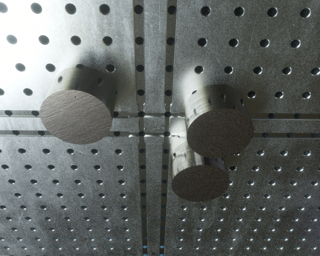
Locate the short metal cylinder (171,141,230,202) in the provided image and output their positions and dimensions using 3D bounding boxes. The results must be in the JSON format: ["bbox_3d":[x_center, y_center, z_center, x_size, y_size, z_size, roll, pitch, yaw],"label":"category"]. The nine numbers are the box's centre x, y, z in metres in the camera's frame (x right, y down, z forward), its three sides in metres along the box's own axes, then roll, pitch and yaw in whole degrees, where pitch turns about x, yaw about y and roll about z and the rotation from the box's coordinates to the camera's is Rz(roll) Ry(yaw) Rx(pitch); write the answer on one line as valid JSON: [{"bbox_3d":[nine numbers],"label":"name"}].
[{"bbox_3d":[0.056,0.062,0.450,0.081,0.050,0.079,0,131,0],"label":"short metal cylinder"}]

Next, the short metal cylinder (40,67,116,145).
[{"bbox_3d":[-0.095,-0.026,0.372,0.081,0.050,0.079,0,130,0],"label":"short metal cylinder"}]

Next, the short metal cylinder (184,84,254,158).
[{"bbox_3d":[0.072,-0.008,0.390,0.081,0.050,0.079,-1,130,0],"label":"short metal cylinder"}]
